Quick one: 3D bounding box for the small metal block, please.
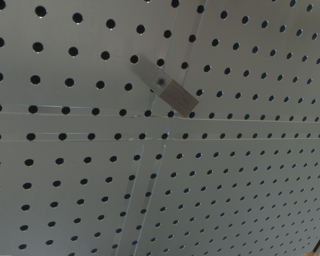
[{"bbox_3d":[0.012,-0.045,0.373,0.025,0.050,0.050,-49,129,7],"label":"small metal block"}]
